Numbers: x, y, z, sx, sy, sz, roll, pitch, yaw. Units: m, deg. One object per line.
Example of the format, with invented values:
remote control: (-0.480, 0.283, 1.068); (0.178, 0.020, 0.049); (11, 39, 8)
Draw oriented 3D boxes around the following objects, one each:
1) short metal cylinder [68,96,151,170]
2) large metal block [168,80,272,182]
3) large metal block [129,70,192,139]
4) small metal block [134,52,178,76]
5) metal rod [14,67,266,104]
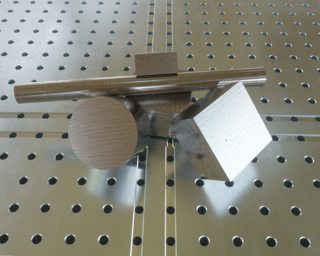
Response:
short metal cylinder: (-0.056, 0.004, 0.356); (0.080, 0.079, 0.050); (15, 9, 12)
large metal block: (0.070, 0.004, 0.356); (0.080, 0.050, 0.080); (-38, 103, -27)
large metal block: (0.001, -0.036, 0.416); (0.080, 0.050, 0.080); (8, 51, 7)
small metal block: (-0.006, -0.083, 0.392); (0.050, 0.025, 0.050); (-5, 15, -4)
metal rod: (-0.020, -0.053, 0.383); (0.302, 0.025, 0.025); (-4, 50, -4)
